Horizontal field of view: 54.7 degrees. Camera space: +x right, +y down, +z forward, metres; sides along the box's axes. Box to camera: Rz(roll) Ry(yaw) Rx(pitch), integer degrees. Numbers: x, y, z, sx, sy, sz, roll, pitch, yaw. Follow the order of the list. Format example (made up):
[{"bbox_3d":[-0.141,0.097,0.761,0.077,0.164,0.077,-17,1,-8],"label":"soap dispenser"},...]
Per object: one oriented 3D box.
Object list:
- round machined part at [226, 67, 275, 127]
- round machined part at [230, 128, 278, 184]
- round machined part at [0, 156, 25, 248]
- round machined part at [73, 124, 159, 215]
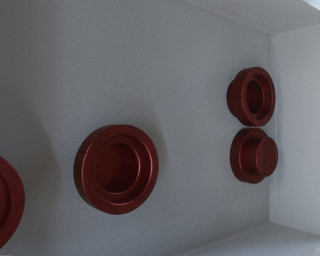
[{"bbox_3d":[0.149,-0.051,0.520,0.099,0.042,0.097,0,90,-40],"label":"round machined part"},{"bbox_3d":[0.168,0.048,0.536,0.099,0.042,0.097,0,90,-40],"label":"round machined part"},{"bbox_3d":[-0.169,0.062,0.254,0.099,0.042,0.097,0,90,-40],"label":"round machined part"},{"bbox_3d":[-0.052,0.045,0.351,0.099,0.042,0.097,0,90,-40],"label":"round machined part"}]
